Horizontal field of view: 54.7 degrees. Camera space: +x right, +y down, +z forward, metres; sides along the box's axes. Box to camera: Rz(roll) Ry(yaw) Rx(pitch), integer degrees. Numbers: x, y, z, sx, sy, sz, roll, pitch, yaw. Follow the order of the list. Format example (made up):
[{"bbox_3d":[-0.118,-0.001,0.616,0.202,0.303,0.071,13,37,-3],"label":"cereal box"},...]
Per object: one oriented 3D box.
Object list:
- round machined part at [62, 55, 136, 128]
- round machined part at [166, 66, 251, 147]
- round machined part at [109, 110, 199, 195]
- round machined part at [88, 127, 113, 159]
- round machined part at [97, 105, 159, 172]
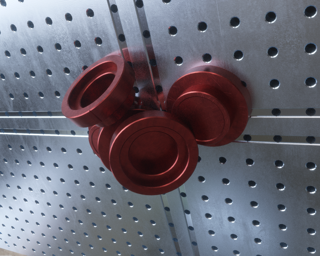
[{"bbox_3d":[-0.069,-0.040,0.381,0.098,0.098,0.042,-13,137,33],"label":"round machined part"},{"bbox_3d":[0.052,-0.019,0.360,0.098,0.042,0.097,13,124,20],"label":"round machined part"},{"bbox_3d":[-0.009,0.025,0.357,0.099,0.042,0.097,-3,113,-7],"label":"round machined part"},{"bbox_3d":[-0.061,0.014,0.440,0.098,0.042,0.097,13,124,20],"label":"round machined part"},{"bbox_3d":[-0.030,0.023,0.398,0.099,0.042,0.097,-4,110,-10],"label":"round machined part"}]
